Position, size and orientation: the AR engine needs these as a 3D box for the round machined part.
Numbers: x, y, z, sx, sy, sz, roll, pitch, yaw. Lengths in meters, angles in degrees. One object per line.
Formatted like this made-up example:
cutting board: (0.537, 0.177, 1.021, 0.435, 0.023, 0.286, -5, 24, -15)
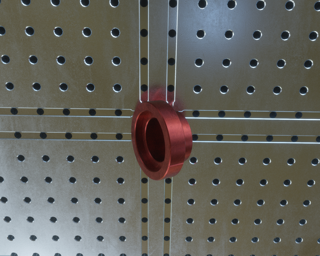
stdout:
round machined part: (0.004, 0.014, 0.390, 0.042, 0.098, 0.097, -9, 114, -30)
